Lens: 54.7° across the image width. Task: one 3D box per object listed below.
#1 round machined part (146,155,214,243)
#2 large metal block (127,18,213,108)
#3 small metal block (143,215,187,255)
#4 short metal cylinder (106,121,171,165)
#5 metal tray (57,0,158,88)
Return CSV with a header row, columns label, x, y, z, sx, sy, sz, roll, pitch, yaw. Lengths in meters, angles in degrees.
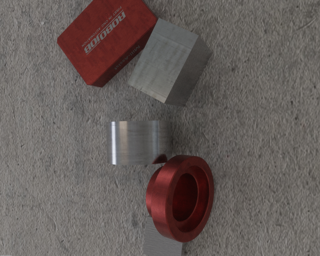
label,x,y,z,sx,sy,sz,roll,pitch,yaw
round machined part,0.021,0.080,0.366,0.042,0.099,0.097,3,91,39
large metal block,0.015,-0.074,0.374,0.050,0.080,0.080,30,100,17
small metal block,0.009,0.142,0.406,0.050,0.025,0.050,7,92,19
short metal cylinder,-0.026,0.017,0.389,0.080,0.080,0.050,-2,90,20
metal tray,-0.071,-0.131,0.431,0.130,0.030,0.090,-40,78,15
